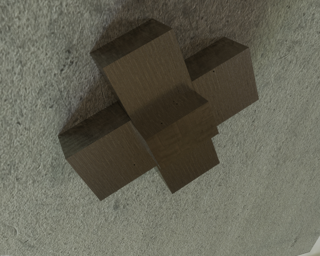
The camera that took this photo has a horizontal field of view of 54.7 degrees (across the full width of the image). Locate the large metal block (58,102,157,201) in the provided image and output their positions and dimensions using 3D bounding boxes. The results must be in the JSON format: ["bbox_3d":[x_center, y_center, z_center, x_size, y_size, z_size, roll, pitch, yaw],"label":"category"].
[{"bbox_3d":[-0.062,0.028,0.376,0.080,0.050,0.080,-32,129,-8],"label":"large metal block"}]

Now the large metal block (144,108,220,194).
[{"bbox_3d":[0.027,0.030,0.426,0.080,0.050,0.080,-32,129,-8],"label":"large metal block"}]

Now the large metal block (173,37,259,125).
[{"bbox_3d":[0.073,-0.057,0.398,0.080,0.050,0.080,-32,129,-8],"label":"large metal block"}]

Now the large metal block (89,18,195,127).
[{"bbox_3d":[-0.018,-0.061,0.345,0.080,0.050,0.080,-32,129,-8],"label":"large metal block"}]

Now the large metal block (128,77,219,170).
[{"bbox_3d":[0.010,-0.009,0.374,0.080,0.080,0.050,-32,129,-8],"label":"large metal block"}]
